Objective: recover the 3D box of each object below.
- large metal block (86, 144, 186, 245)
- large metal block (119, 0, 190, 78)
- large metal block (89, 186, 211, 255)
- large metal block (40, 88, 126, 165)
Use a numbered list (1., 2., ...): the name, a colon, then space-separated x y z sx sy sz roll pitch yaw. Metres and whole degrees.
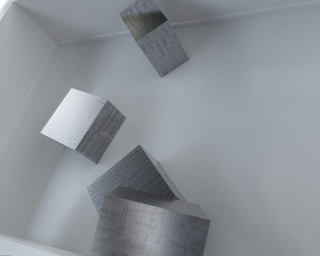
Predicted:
1. large metal block: -0.025 0.080 0.353 0.080 0.050 0.080 -40 51 1
2. large metal block: -0.008 -0.135 0.458 0.050 0.080 0.080 -33 52 7
3. large metal block: -0.007 0.087 0.267 0.080 0.080 0.050 13 84 3
4. large metal block: -0.111 -0.004 0.451 0.080 0.050 0.080 19 72 35
